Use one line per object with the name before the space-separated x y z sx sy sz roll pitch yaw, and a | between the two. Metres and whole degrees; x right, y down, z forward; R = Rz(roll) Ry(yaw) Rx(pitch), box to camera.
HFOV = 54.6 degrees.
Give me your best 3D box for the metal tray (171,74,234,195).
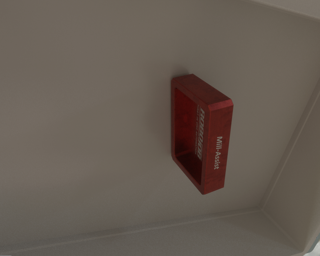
metal tray | 0.048 0.008 0.393 0.030 0.090 0.129 -16 125 -21
